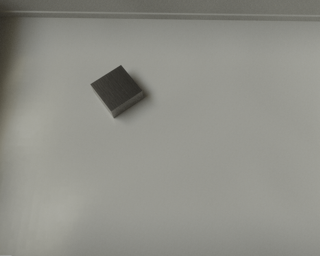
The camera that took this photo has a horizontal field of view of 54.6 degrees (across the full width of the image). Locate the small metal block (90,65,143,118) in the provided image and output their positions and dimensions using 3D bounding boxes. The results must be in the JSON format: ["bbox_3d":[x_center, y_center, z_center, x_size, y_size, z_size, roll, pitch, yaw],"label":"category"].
[{"bbox_3d":[-0.059,-0.050,0.428,0.050,0.025,0.050,-35,74,-12],"label":"small metal block"}]
